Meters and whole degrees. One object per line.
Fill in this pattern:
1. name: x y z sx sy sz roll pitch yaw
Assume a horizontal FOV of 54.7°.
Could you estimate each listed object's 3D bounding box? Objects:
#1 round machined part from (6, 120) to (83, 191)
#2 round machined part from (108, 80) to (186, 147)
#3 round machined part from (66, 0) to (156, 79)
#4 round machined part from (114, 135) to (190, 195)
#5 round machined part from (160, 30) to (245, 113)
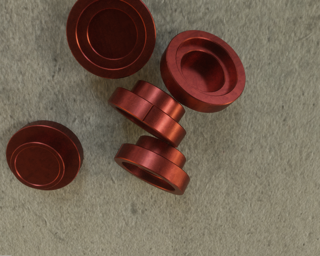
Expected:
1. round machined part: -0.156 0.042 0.414 0.099 0.042 0.097 0 110 -1
2. round machined part: -0.009 -0.021 0.367 0.098 0.098 0.042 35 84 -12
3. round machined part: -0.054 -0.109 0.360 0.099 0.042 0.097 0 110 -1
4. round machined part: -0.006 0.044 0.398 0.098 0.098 0.042 32 71 -12
5. round machined part: 0.046 -0.061 0.360 0.098 0.098 0.042 26 150 -10
